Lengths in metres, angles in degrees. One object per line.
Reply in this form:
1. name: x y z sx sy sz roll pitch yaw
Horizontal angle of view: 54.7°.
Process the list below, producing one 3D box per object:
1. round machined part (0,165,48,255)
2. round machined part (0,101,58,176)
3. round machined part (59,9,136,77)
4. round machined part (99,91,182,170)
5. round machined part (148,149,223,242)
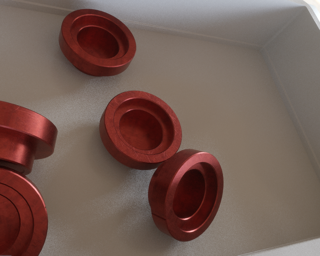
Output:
1. round machined part: -0.145 0.078 0.253 0.099 0.042 0.097 1 88 -23
2. round machined part: -0.145 0.014 0.273 0.099 0.098 0.042 13 65 -22
3. round machined part: -0.085 -0.109 0.416 0.099 0.042 0.098 14 56 -21
4. round machined part: -0.026 0.006 0.378 0.099 0.042 0.098 14 56 -21
5. round machined part: 0.025 0.071 0.346 0.099 0.042 0.097 -10 105 -43
